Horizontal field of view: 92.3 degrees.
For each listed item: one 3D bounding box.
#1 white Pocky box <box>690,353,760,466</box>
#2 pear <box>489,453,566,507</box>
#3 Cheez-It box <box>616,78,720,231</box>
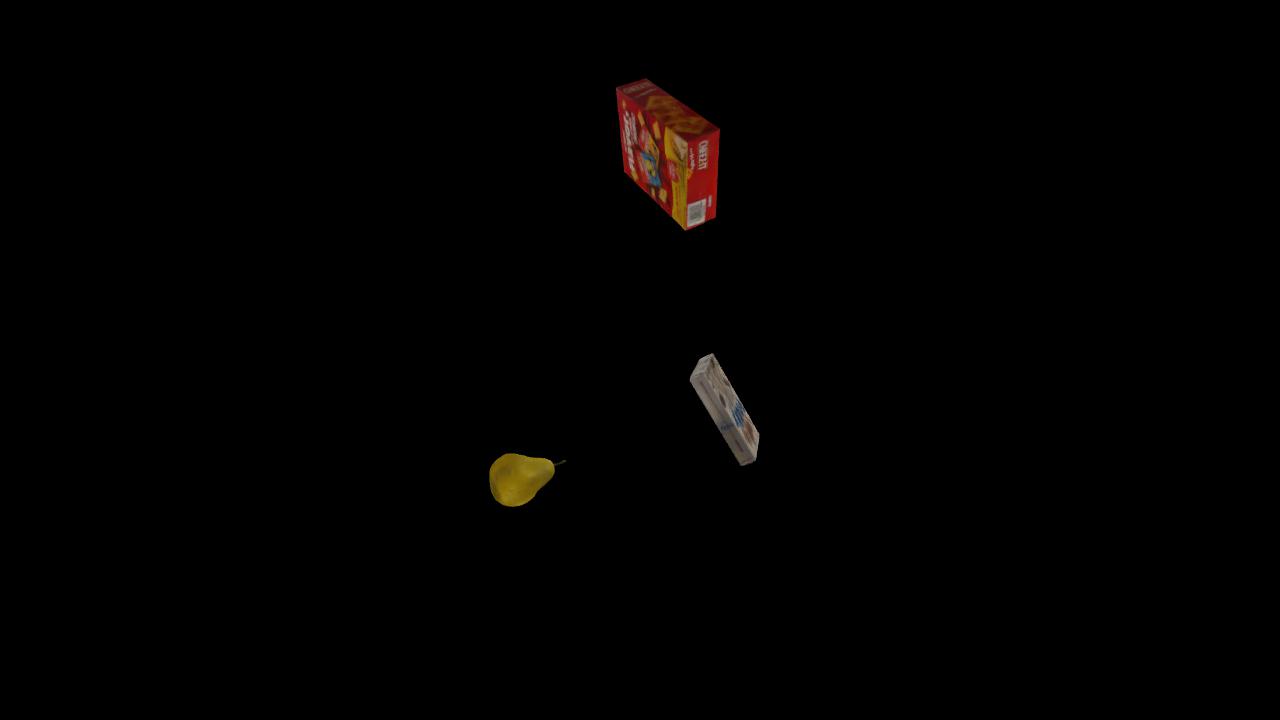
[{"bbox_3d":[0.127,0.072,0.908,0.028,0.154,0.084,-27,11,23],"label":"white Pocky box"},{"bbox_3d":[-0.166,0.171,0.914,0.111,0.080,0.080,-10,4,-26],"label":"pear"},{"bbox_3d":[0.044,-0.349,1.040,0.071,0.166,0.223,-26,52,-17],"label":"Cheez-It box"}]
